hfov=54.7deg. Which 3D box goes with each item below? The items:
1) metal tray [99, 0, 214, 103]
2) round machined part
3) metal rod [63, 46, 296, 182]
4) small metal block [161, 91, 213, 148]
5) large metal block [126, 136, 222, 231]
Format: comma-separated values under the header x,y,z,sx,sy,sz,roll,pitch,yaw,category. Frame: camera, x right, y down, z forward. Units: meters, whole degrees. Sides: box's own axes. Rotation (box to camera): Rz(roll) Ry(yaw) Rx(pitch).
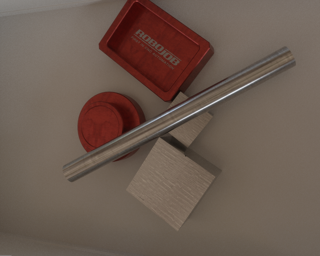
x,y,z,sx,sy,sz,roll,pitch,yaw,category
-0.007,-0.105,0.409,0.130,0.030,0.090,40,102,15,metal tray
-0.072,-0.002,0.426,0.098,0.042,0.097,0,90,19,round machined part
0.013,-0.010,0.371,0.300,0.025,0.025,-28,81,11,metal rod
0.032,-0.012,0.394,0.050,0.025,0.050,39,102,5,small metal block
0.019,0.066,0.390,0.080,0.050,0.080,35,101,16,large metal block
